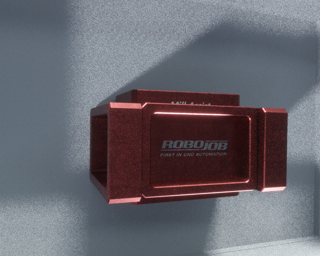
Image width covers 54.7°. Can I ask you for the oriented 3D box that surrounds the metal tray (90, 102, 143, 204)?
[{"bbox_3d":[-0.052,0.021,0.334,0.030,0.130,0.089,1,91,-20],"label":"metal tray"}]

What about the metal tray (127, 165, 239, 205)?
[{"bbox_3d":[0.018,0.064,0.379,0.131,0.090,0.030,0,90,-20],"label":"metal tray"}]

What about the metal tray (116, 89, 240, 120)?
[{"bbox_3d":[0.019,-0.025,0.380,0.131,0.090,0.030,0,91,-20],"label":"metal tray"}]

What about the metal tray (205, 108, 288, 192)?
[{"bbox_3d":[0.101,0.022,0.389,0.030,0.130,0.089,1,90,-20],"label":"metal tray"}]

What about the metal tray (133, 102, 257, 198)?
[{"bbox_3d":[0.039,0.021,0.324,0.131,0.030,0.089,1,89,-20],"label":"metal tray"}]
